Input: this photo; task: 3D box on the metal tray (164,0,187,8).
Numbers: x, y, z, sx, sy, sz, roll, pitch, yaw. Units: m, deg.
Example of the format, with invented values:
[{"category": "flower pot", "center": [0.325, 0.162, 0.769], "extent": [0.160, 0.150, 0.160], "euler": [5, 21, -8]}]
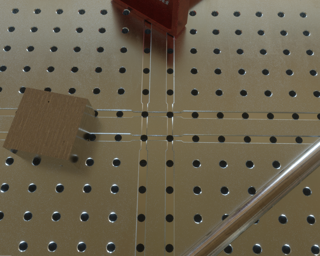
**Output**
[{"category": "metal tray", "center": [0.014, -0.267, 0.506], "extent": [0.090, 0.030, 0.130], "euler": [-40, 75, -13]}]

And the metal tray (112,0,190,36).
[{"category": "metal tray", "center": [-0.020, -0.200, 0.449], "extent": [0.130, 0.090, 0.030], "euler": [34, 74, 11]}]

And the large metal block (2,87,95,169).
[{"category": "large metal block", "center": [-0.137, 0.001, 0.397], "extent": [0.080, 0.050, 0.080], "euler": [11, 70, 4]}]

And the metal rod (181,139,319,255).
[{"category": "metal rod", "center": [0.120, 0.094, 0.377], "extent": [0.301, 0.025, 0.025], "euler": [-36, 74, -12]}]
